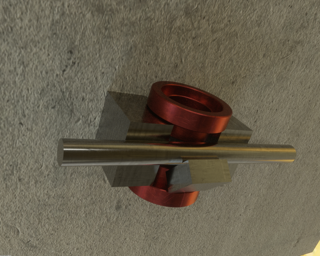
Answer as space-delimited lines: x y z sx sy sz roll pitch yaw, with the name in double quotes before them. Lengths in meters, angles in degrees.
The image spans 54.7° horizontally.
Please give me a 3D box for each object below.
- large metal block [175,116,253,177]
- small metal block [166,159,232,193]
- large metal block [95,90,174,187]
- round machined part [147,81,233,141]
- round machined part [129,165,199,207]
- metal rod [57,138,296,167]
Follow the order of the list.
"large metal block" 0.067 0.018 0.421 0.050 0.080 0.079 4 117 -30
"small metal block" 0.042 0.054 0.343 0.050 0.025 0.050 2 158 -28
"large metal block" -0.035 0.011 0.360 0.050 0.080 0.079 4 116 -31
"round machined part" 0.032 -0.017 0.368 0.099 0.098 0.042 4 118 -30
"round machined part" 0.008 0.056 0.400 0.099 0.098 0.042 4 111 -31
"metal rod" 0.044 0.028 0.346 0.302 0.025 0.025 3 117 -30
